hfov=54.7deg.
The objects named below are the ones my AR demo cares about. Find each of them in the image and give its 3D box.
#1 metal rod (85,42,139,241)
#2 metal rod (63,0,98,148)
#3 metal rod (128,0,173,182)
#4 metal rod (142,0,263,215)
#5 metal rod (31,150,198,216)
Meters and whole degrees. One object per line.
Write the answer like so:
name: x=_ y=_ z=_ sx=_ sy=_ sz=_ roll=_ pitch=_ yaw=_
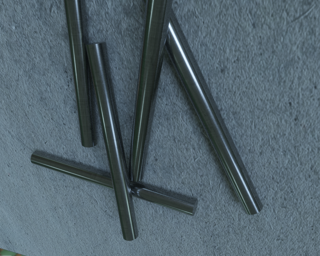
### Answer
metal rod: x=-0.063 y=0.033 z=0.438 sx=0.025 sy=0.025 sz=0.298 roll=4 pitch=114 yaw=26
metal rod: x=-0.103 y=-0.103 z=0.397 sx=0.025 sy=0.025 sz=0.298 roll=15 pitch=125 yaw=19
metal rod: x=-0.016 y=-0.037 z=0.371 sx=0.025 sy=0.025 sz=0.298 roll=24 pitch=134 yaw=14
metal rod: x=0.055 y=-0.021 z=0.364 sx=0.025 sy=0.025 sz=0.299 roll=-16 pitch=110 yaw=34
metal rod: x=-0.086 y=0.084 z=0.504 sx=0.301 sy=0.025 sz=0.025 roll=13 pitch=124 yaw=21
